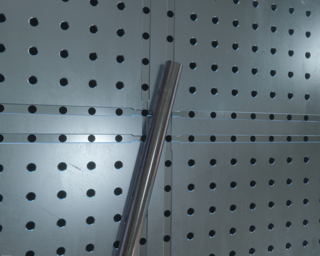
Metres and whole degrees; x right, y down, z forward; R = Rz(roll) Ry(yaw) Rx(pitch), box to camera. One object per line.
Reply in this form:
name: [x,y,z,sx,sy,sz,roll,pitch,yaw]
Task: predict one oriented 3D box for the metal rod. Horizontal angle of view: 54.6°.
metal rod: [-0.017,0.058,0.406,0.025,0.025,0.299,16,85,-19]
